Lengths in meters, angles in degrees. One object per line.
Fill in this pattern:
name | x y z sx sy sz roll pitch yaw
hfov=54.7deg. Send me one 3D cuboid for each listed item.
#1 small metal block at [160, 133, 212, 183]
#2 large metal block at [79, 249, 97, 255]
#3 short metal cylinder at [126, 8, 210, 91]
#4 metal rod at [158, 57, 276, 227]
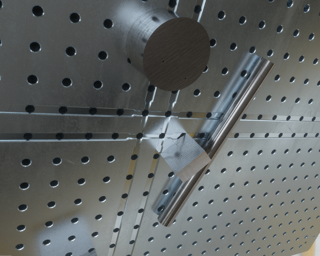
small metal block | 0.036 0.042 0.443 0.050 0.050 0.025 -39 130 -2
large metal block | -0.120 0.244 0.462 0.081 0.080 0.050 -20 126 -17
short metal cylinder | 0.009 -0.088 0.347 0.081 0.050 0.079 -14 125 -21
metal rod | 0.080 0.030 0.475 0.025 0.025 0.298 19 108 -36
